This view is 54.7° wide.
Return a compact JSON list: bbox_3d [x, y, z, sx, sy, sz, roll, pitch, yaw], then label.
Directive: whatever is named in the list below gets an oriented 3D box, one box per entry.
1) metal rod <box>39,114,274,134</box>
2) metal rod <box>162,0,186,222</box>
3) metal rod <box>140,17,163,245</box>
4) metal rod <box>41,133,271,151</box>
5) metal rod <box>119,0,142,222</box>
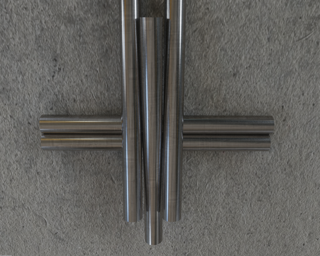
[{"bbox_3d":[-0.003,-0.005,0.410,0.302,0.025,0.025,0,110,-1],"label":"metal rod"},{"bbox_3d":[0.017,-0.028,0.378,0.025,0.025,0.298,0,102,-1],"label":"metal rod"},{"bbox_3d":[-0.009,0.018,0.390,0.025,0.025,0.298,0,110,0],"label":"metal rod"},{"bbox_3d":[-0.005,0.019,0.419,0.302,0.025,0.025,0,110,-1],"label":"metal rod"},{"bbox_3d":[-0.035,-0.027,0.378,0.025,0.025,0.298,0,102,-1],"label":"metal rod"}]
